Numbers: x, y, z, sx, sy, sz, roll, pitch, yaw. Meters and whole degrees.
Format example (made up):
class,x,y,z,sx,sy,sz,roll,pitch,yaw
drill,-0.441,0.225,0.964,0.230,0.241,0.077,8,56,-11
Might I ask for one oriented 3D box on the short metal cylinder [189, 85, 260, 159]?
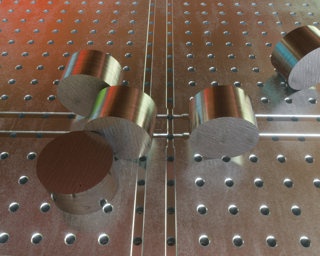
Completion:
class,x,y,z,sx,sy,sz,roll,pitch,yaw
short metal cylinder,0.075,-0.005,0.377,0.080,0.080,0.050,1,50,1

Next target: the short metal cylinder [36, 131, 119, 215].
class,x,y,z,sx,sy,sz,roll,pitch,yaw
short metal cylinder,-0.090,0.050,0.348,0.080,0.050,0.080,0,51,1

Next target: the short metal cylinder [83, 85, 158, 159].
class,x,y,z,sx,sy,sz,roll,pitch,yaw
short metal cylinder,-0.046,-0.005,0.376,0.080,0.080,0.050,6,50,5

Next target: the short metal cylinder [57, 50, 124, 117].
class,x,y,z,sx,sy,sz,roll,pitch,yaw
short metal cylinder,-0.092,-0.058,0.420,0.080,0.080,0.050,3,50,2

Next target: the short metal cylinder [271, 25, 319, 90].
class,x,y,z,sx,sy,sz,roll,pitch,yaw
short metal cylinder,0.215,-0.103,0.460,0.081,0.080,0.050,-13,51,-11
